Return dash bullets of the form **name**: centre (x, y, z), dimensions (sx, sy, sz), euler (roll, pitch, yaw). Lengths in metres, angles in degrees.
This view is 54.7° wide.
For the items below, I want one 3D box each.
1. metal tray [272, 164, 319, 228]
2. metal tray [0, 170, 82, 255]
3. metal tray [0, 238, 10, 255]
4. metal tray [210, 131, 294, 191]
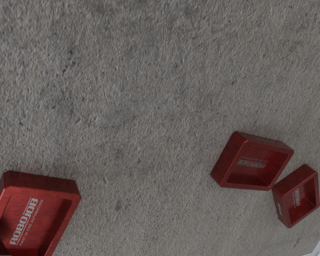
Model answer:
- **metal tray**: centre (0.288, 0.146, 0.650), dimensions (0.090, 0.030, 0.130), euler (-33, 129, -7)
- **metal tray**: centre (-0.167, 0.120, 0.386), dimensions (0.091, 0.030, 0.129), euler (18, 109, -35)
- **metal tray**: centre (-0.242, 0.151, 0.336), dimensions (0.131, 0.030, 0.089), euler (-15, 115, -5)
- **metal tray**: centre (0.158, 0.060, 0.526), dimensions (0.131, 0.030, 0.089), euler (11, 113, -33)
